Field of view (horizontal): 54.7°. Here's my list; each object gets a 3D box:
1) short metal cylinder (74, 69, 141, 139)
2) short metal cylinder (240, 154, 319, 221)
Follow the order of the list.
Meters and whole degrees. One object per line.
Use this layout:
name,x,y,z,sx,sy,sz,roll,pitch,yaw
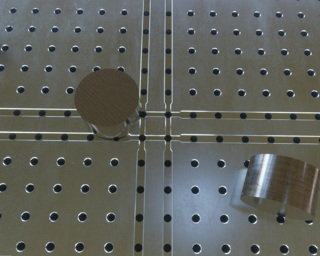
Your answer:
short metal cylinder,-0.066,-0.031,0.409,0.081,0.050,0.080,0,70,0
short metal cylinder,0.139,0.069,0.359,0.080,0.080,0.050,18,71,6
